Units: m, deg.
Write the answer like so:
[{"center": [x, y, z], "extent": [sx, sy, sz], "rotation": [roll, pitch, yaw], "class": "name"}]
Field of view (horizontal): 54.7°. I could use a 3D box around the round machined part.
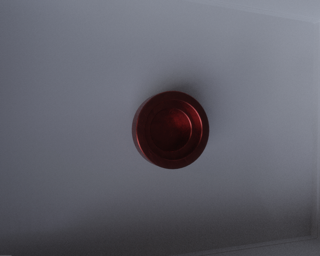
[{"center": [0.011, 0.002, 0.403], "extent": [0.099, 0.042, 0.097], "rotation": [0, 90, -21], "class": "round machined part"}]
